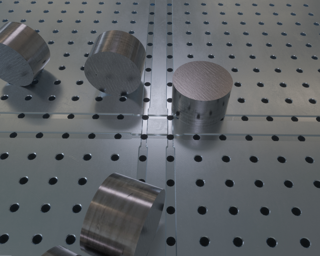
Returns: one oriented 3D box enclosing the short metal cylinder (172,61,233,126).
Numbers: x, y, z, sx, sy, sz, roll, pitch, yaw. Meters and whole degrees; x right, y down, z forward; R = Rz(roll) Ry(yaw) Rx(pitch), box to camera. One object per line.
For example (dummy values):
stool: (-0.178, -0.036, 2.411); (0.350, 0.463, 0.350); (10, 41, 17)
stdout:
short metal cylinder: (0.057, -0.049, 0.433); (0.081, 0.050, 0.080); (0, 50, 0)

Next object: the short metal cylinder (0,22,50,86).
short metal cylinder: (-0.214, -0.109, 0.462); (0.080, 0.080, 0.050); (12, 51, 10)

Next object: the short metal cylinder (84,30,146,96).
short metal cylinder: (-0.063, -0.093, 0.450); (0.080, 0.080, 0.050); (5, 50, 4)

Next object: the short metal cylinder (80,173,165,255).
short metal cylinder: (-0.033, 0.089, 0.297); (0.050, 0.080, 0.080); (17, 52, 14)

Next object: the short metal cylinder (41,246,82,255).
short metal cylinder: (-0.079, 0.145, 0.250); (0.050, 0.080, 0.080); (19, 53, 15)
